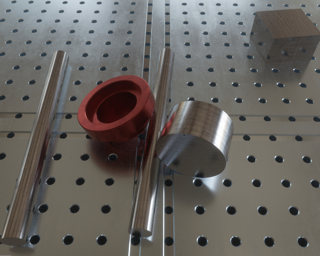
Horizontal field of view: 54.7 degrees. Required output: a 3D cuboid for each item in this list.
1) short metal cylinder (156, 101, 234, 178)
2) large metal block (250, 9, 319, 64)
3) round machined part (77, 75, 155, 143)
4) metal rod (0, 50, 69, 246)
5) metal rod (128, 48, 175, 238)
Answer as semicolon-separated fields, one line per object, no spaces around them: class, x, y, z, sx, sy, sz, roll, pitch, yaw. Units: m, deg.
short metal cylinder;0.041;0.014;0.360;0.080;0.080;0.050;14;52;11
large metal block;0.210;-0.157;0.526;0.081;0.050;0.080;-6;50;-5
round machined part;-0.052;-0.020;0.400;0.098;0.042;0.098;-13;46;14
metal rod;-0.153;-0.001;0.406;0.025;0.025;0.300;-2;50;-2
metal rod;-0.004;-0.007;0.413;0.025;0.025;0.300;5;50;4
